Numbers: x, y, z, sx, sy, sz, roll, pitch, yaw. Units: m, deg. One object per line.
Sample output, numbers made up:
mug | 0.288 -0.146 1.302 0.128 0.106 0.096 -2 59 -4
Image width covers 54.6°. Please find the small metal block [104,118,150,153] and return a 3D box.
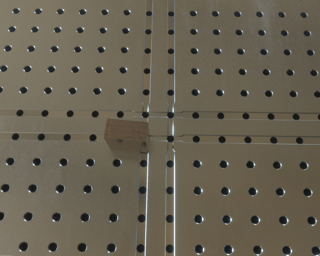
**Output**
small metal block | -0.040 0.011 0.394 0.050 0.050 0.025 6 70 2
